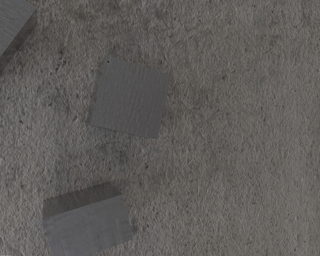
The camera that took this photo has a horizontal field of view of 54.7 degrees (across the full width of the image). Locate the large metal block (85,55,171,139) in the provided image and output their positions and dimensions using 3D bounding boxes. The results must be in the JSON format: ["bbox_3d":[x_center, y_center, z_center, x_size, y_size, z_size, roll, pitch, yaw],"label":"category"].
[{"bbox_3d":[-0.040,-0.034,0.381,0.081,0.050,0.080,13,86,-20],"label":"large metal block"}]

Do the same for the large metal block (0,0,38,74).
[{"bbox_3d":[-0.189,-0.112,0.326,0.080,0.050,0.080,34,79,-17],"label":"large metal block"}]

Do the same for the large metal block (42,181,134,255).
[{"bbox_3d":[-0.084,0.102,0.349,0.081,0.080,0.050,-14,95,-20],"label":"large metal block"}]
